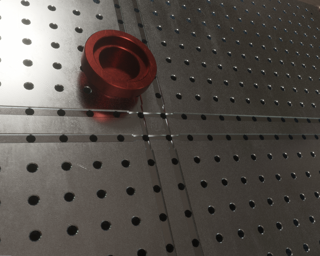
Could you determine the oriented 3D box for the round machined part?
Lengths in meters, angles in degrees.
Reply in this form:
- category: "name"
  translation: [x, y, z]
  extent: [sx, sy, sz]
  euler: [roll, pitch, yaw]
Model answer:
- category: "round machined part"
  translation: [-0.057, -0.081, 0.417]
  extent: [0.099, 0.042, 0.098]
  euler: [14, 56, -21]
